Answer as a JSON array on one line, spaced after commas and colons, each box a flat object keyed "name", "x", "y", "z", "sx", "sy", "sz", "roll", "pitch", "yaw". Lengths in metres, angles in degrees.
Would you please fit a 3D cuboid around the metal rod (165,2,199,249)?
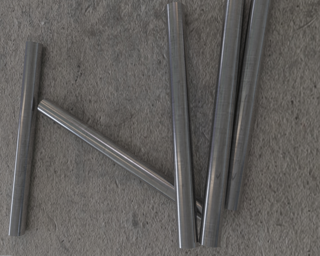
[{"name": "metal rod", "x": 0.026, "y": -0.009, "z": 0.383, "sx": 0.025, "sy": 0.025, "sz": 0.298, "roll": -5, "pitch": 82, "yaw": 20}]

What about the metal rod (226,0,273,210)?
[{"name": "metal rod", "x": 0.106, "y": -0.051, "z": 0.371, "sx": 0.025, "sy": 0.025, "sz": 0.298, "roll": 9, "pitch": 93, "yaw": 20}]

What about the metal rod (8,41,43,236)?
[{"name": "metal rod", "x": -0.209, "y": 0.018, "z": 0.482, "sx": 0.025, "sy": 0.025, "sz": 0.298, "roll": 7, "pitch": 92, "yaw": 20}]

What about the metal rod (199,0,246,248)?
[{"name": "metal rod", "x": 0.075, "y": -0.014, "z": 0.367, "sx": 0.025, "sy": 0.025, "sz": 0.298, "roll": 6, "pitch": 86, "yaw": 20}]

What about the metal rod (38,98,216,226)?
[{"name": "metal rod", "x": -0.052, "y": 0.040, "z": 0.427, "sx": 0.300, "sy": 0.025, "sz": 0.025, "roll": 31, "pitch": 100, "yaw": 17}]
